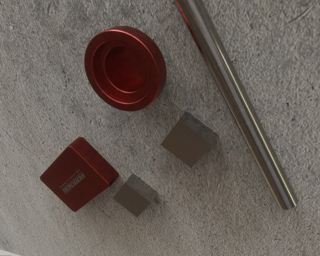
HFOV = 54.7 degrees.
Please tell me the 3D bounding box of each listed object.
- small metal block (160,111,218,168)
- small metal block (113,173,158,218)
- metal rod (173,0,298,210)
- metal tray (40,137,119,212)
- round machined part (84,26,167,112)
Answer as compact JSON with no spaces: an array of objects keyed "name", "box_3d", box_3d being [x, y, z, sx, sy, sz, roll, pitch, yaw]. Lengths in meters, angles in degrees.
[{"name":"small metal block","box_3d":[0.037,0.015,0.396,0.050,0.025,0.050,37,129,2]},{"name":"small metal block","box_3d":[-0.040,0.107,0.492,0.050,0.025,0.050,38,129,2]},{"name":"metal rod","box_3d":[0.084,-0.033,0.341,0.025,0.025,0.299,-19,109,35]},{"name":"metal tray","box_3d":[-0.140,0.083,0.526,0.090,0.030,0.129,46,129,-5]},{"name":"round machined part","box_3d":[-0.037,-0.072,0.369,0.098,0.042,0.097,13,124,20]}]
